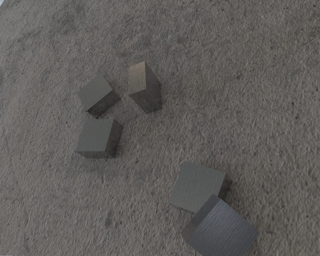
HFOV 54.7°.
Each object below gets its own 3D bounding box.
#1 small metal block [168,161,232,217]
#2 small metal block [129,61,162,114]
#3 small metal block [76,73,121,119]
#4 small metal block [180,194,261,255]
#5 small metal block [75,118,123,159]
[{"bbox_3d":[0.044,0.069,0.338,0.050,0.025,0.050,12,68,33],"label":"small metal block"},{"bbox_3d":[-0.020,-0.056,0.433,0.025,0.050,0.050,-17,55,19],"label":"small metal block"},{"bbox_3d":[-0.096,-0.051,0.486,0.050,0.025,0.050,-39,51,1],"label":"small metal block"},{"bbox_3d":[0.057,0.100,0.295,0.050,0.025,0.050,42,84,-4],"label":"small metal block"},{"bbox_3d":[-0.085,0.015,0.439,0.050,0.025,0.050,-2,60,27],"label":"small metal block"}]
